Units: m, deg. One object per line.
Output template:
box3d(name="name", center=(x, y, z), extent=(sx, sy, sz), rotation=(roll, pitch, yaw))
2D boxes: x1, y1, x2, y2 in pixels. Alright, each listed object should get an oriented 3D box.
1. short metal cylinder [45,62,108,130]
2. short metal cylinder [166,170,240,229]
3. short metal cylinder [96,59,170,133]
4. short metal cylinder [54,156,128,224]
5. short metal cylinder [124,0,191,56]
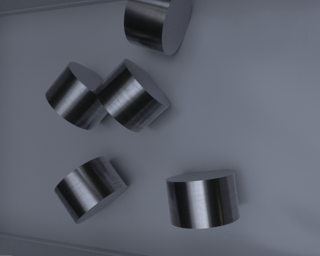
box3d(name="short metal cylinder", center=(-0.104, -0.043, 0.416), extent=(0.080, 0.080, 0.050), rotation=(47, 104, 14))
box3d(name="short metal cylinder", center=(0.050, 0.081, 0.363), extent=(0.080, 0.080, 0.050), rotation=(-8, 88, 19))
box3d(name="short metal cylinder", center=(-0.034, -0.041, 0.392), extent=(0.050, 0.080, 0.080), rotation=(-42, 77, 15))
box3d(name="short metal cylinder", center=(-0.091, 0.082, 0.412), extent=(0.080, 0.080, 0.050), rotation=(-42, 77, 15))
box3d(name="short metal cylinder", center=(-0.001, -0.135, 0.381), extent=(0.050, 0.080, 0.080), rotation=(21, 97, 18))
